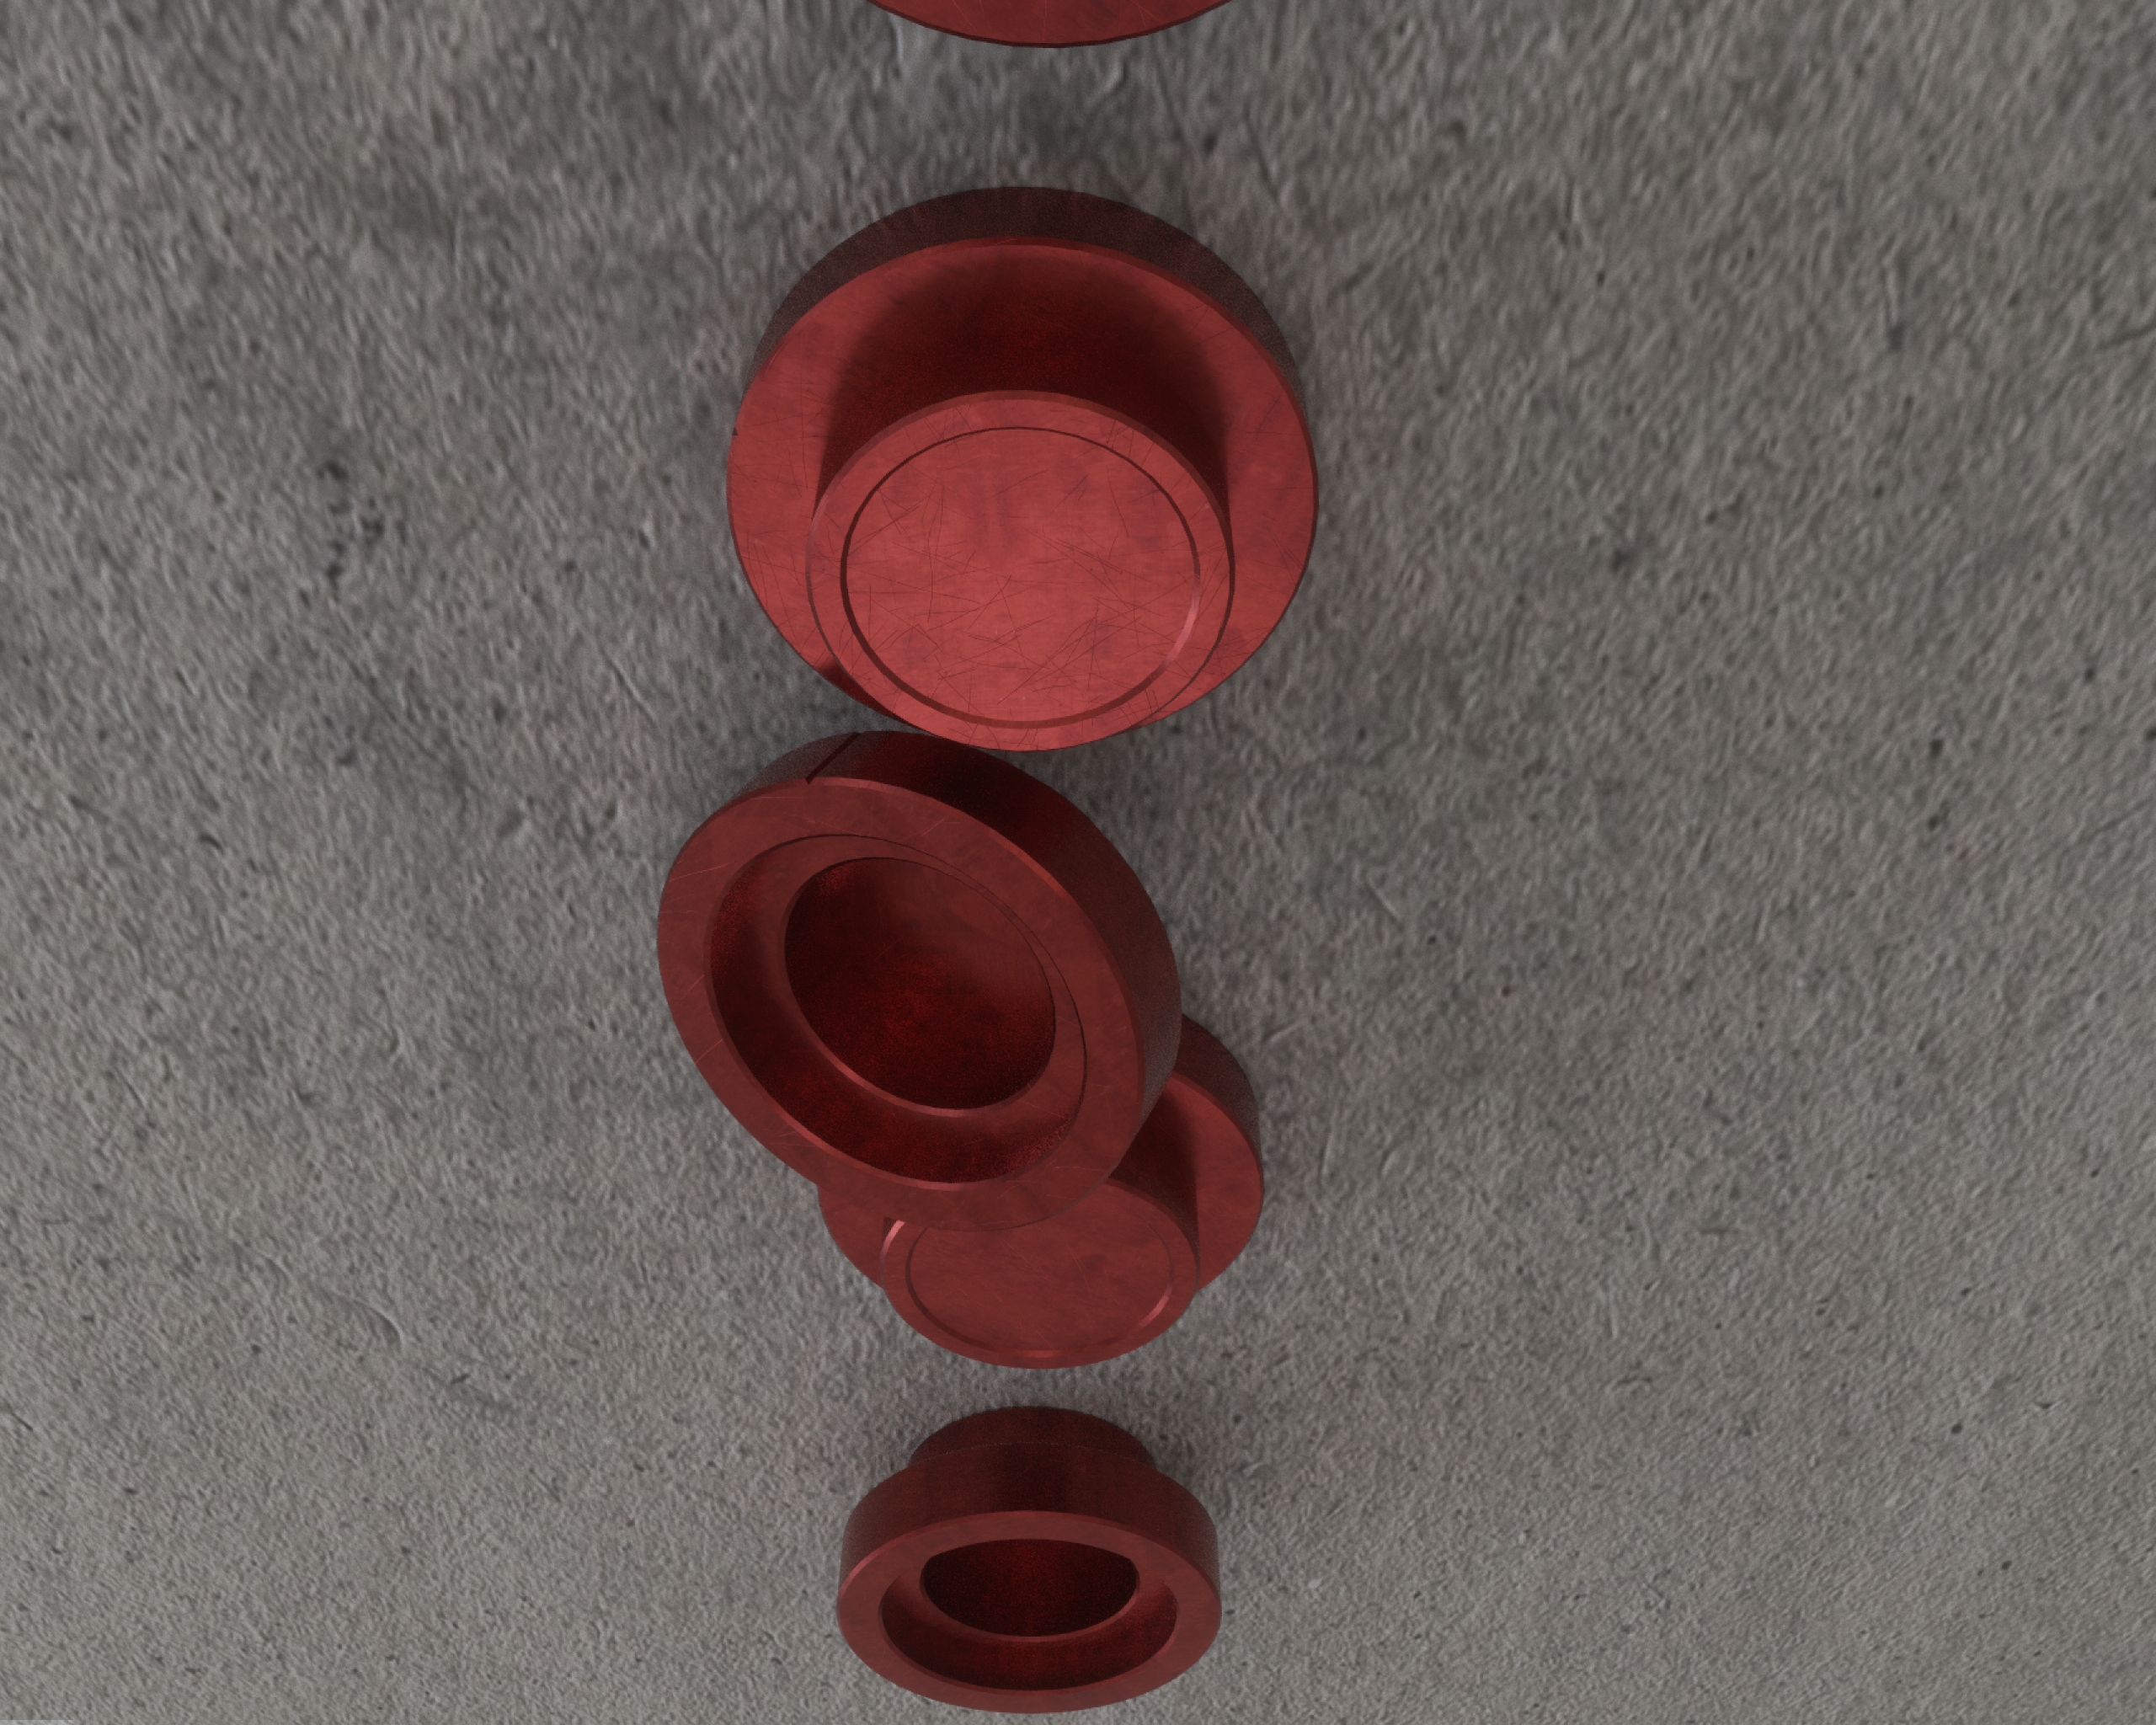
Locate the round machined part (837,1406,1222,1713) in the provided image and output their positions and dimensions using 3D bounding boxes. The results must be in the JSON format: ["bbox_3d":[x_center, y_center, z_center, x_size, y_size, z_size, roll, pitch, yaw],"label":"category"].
[{"bbox_3d":[-0.012,0.180,0.549,0.099,0.042,0.097,0,130,0],"label":"round machined part"}]

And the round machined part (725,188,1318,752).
[{"bbox_3d":[-0.009,-0.057,0.347,0.099,0.042,0.097,0,130,0],"label":"round machined part"}]

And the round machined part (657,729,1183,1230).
[{"bbox_3d":[-0.026,0.018,0.396,0.098,0.042,0.097,11,123,18],"label":"round machined part"}]

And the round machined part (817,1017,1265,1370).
[{"bbox_3d":[-0.008,0.075,0.459,0.099,0.042,0.097,0,131,0],"label":"round machined part"}]

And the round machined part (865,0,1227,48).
[{"bbox_3d":[-0.004,-0.158,0.261,0.099,0.042,0.097,0,130,0],"label":"round machined part"}]
